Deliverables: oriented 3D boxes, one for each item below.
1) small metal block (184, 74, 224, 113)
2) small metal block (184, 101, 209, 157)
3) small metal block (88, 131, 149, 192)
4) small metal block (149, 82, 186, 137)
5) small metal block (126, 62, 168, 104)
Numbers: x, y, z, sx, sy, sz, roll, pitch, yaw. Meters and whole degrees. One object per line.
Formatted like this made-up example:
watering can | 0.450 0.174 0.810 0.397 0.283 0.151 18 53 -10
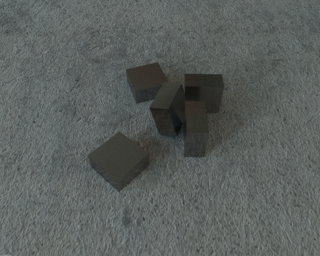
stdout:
small metal block | 0.058 -0.047 0.427 0.050 0.050 0.025 1 50 0
small metal block | 0.043 0.002 0.386 0.025 0.050 0.050 0 50 0
small metal block | -0.049 0.039 0.370 0.050 0.025 0.050 36 58 26
small metal block | 0.014 -0.025 0.405 0.025 0.050 0.050 6 49 25
small metal block | -0.019 -0.068 0.460 0.050 0.025 0.050 -15 52 -13
